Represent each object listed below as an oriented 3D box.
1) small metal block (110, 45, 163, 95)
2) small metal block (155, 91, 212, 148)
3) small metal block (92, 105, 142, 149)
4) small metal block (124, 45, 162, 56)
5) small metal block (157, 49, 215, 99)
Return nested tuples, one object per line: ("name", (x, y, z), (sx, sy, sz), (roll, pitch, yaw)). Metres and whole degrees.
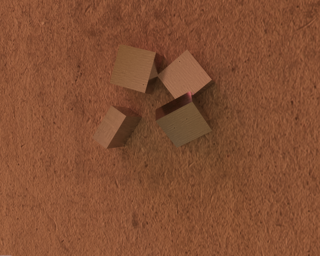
("small metal block", (-0.030, -0.073, 0.393), (0.050, 0.025, 0.050), (18, 96, 19))
("small metal block", (0.029, -0.010, 0.384), (0.050, 0.025, 0.050), (-27, 122, 18))
("small metal block", (-0.056, -0.001, 0.415), (0.025, 0.050, 0.050), (36, 102, 16))
("small metal block", (-0.030, -0.081, 0.420), (0.050, 0.025, 0.050), (18, 96, 19))
("small metal block", (0.034, -0.063, 0.397), (0.050, 0.025, 0.050), (-39, 78, 15))
